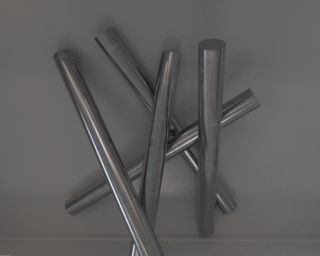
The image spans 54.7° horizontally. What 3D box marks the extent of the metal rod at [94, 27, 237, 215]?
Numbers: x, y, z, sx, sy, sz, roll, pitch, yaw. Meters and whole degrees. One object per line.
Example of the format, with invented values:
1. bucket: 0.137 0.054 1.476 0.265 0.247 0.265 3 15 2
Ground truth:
1. metal rod: 0.017 0.002 0.412 0.025 0.025 0.300 -33 107 11

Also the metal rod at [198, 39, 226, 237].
1. metal rod: 0.059 0.039 0.376 0.025 0.025 0.298 -4 129 1

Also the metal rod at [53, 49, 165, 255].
1. metal rod: -0.055 0.043 0.356 0.025 0.025 0.299 -27 81 9

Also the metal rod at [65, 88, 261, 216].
1. metal rod: -0.010 0.040 0.404 0.300 0.025 0.025 -33 107 19

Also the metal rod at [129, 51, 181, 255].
1. metal rod: -0.009 0.057 0.372 0.025 0.025 0.298 9 87 -4
